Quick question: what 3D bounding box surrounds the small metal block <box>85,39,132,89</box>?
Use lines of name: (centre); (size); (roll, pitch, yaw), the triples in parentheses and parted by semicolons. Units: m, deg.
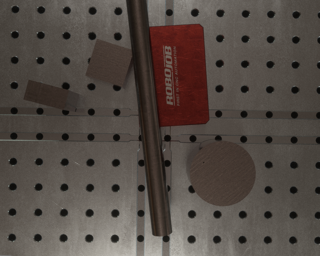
small metal block: (-0.065, -0.084, 0.412); (0.050, 0.025, 0.050); (17, 90, 0)

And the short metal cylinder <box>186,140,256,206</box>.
short metal cylinder: (0.077, 0.055, 0.402); (0.081, 0.050, 0.079); (0, 90, -1)

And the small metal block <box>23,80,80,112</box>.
small metal block: (-0.138, -0.040, 0.399); (0.050, 0.050, 0.025); (15, 90, -1)

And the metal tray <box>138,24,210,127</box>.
metal tray: (0.015, -0.067, 0.411); (0.091, 0.030, 0.129); (-4, 90, -1)

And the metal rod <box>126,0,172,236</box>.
metal rod: (-0.014, -0.019, 0.382); (0.025, 0.025, 0.298); (-6, 90, 0)
